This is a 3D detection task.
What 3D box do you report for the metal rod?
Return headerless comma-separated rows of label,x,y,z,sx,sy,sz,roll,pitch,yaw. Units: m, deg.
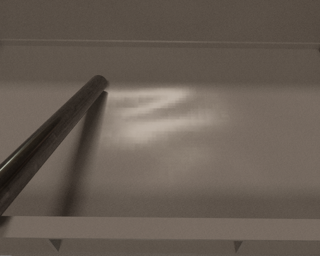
metal rod,-0.104,-0.005,0.327,0.025,0.025,0.301,5,25,3
